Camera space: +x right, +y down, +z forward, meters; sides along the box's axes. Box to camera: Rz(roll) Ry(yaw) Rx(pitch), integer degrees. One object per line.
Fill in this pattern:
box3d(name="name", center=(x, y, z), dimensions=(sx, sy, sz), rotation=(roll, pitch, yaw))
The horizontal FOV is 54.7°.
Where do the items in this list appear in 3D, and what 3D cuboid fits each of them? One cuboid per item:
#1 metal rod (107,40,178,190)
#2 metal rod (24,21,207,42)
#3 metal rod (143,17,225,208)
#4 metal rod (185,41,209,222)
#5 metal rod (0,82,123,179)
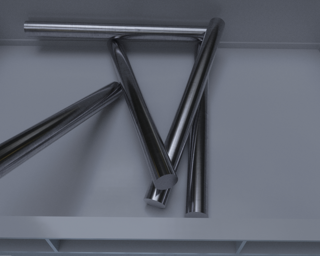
box3d(name="metal rod", center=(-0.035, -0.044, 0.419), dimensions=(0.025, 0.025, 0.300), rotation=(-12, 45, -11))
box3d(name="metal rod", center=(-0.063, -0.157, 0.502), dimensions=(0.302, 0.025, 0.025), rotation=(1, 50, -1))
box3d(name="metal rod", center=(0.042, -0.040, 0.410), dimensions=(0.025, 0.025, 0.300), rotation=(15, 60, 12))
box3d(name="metal rod", center=(0.054, -0.020, 0.422), dimensions=(0.025, 0.025, 0.300), rotation=(5, 50, 4))
box3d(name="metal rod", center=(-0.111, 0.000, 0.322), dimensions=(0.025, 0.025, 0.301), rotation=(16, 26, 12))
